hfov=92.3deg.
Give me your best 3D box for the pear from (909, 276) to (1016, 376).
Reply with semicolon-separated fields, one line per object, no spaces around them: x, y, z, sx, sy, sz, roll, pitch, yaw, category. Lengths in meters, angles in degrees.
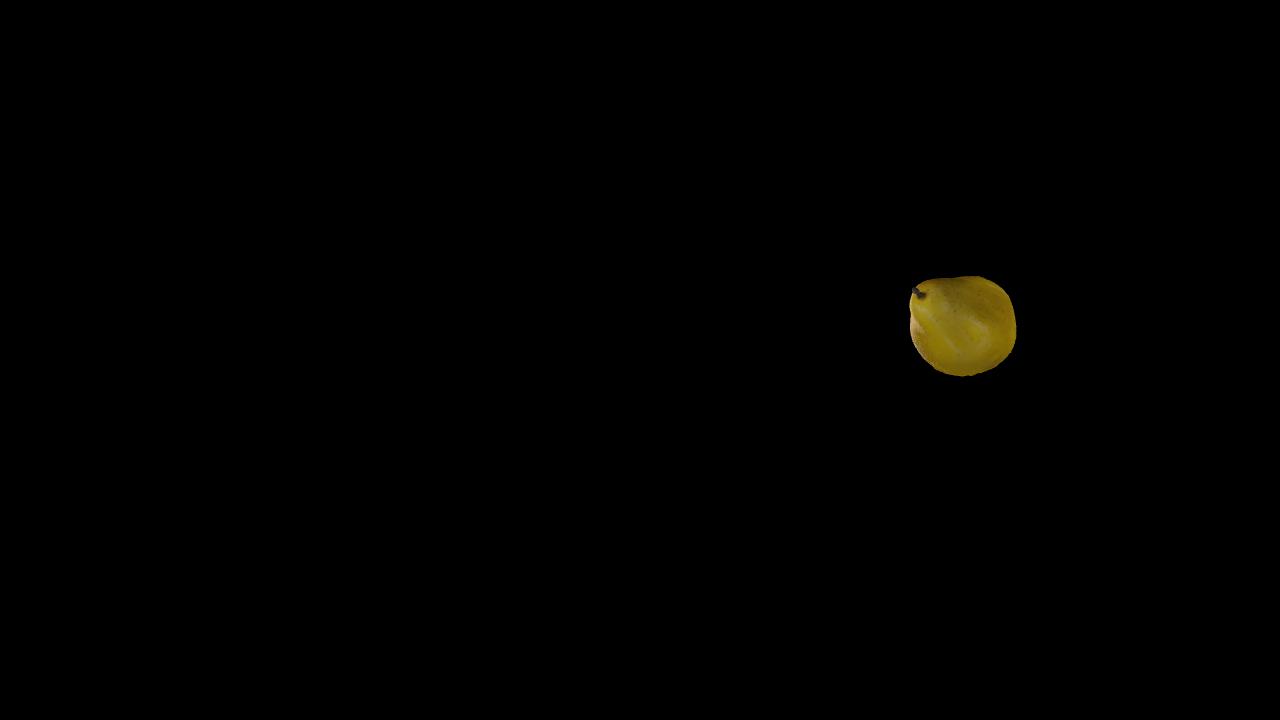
0.234;-0.037;0.473;0.111;0.080;0.080;31;-15;-26;pear
